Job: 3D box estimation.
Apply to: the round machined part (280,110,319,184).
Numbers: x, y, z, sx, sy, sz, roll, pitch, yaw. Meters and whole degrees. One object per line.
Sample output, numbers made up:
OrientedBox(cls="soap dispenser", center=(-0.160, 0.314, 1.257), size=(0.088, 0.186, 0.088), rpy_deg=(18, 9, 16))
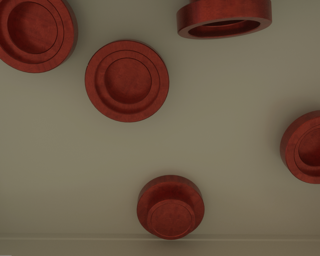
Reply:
OrientedBox(cls="round machined part", center=(0.209, 0.022, 0.413), size=(0.099, 0.042, 0.097), rpy_deg=(0, 110, -1))

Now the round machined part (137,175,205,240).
OrientedBox(cls="round machined part", center=(0.016, 0.121, 0.447), size=(0.099, 0.042, 0.097), rpy_deg=(0, 110, -1))

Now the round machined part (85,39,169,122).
OrientedBox(cls="round machined part", center=(-0.039, -0.059, 0.380), size=(0.099, 0.042, 0.097), rpy_deg=(0, 110, -1))

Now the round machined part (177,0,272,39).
OrientedBox(cls="round machined part", center=(0.067, -0.126, 0.329), size=(0.099, 0.098, 0.042), rpy_deg=(-4, 95, 1))

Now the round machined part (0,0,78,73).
OrientedBox(cls="round machined part", center=(-0.144, -0.116, 0.358), size=(0.099, 0.042, 0.097), rpy_deg=(0, 110, -1))
